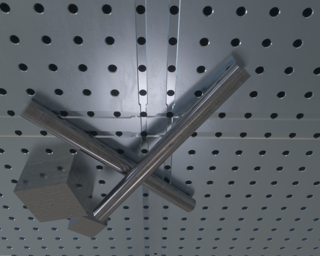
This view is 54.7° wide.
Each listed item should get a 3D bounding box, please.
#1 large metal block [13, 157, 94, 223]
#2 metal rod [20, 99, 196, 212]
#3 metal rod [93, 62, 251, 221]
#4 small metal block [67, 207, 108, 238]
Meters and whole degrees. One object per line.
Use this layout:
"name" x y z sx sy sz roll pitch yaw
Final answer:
"large metal block" -0.159 0.096 0.476 0.080 0.050 0.080 -10 130 8
"metal rod" -0.058 0.052 0.455 0.301 0.025 0.025 35 122 -27
"metal rod" 0.002 0.032 0.415 0.025 0.025 0.299 32 116 -24
"small metal block" -0.128 0.167 0.552 0.050 0.025 0.050 31 124 -24
